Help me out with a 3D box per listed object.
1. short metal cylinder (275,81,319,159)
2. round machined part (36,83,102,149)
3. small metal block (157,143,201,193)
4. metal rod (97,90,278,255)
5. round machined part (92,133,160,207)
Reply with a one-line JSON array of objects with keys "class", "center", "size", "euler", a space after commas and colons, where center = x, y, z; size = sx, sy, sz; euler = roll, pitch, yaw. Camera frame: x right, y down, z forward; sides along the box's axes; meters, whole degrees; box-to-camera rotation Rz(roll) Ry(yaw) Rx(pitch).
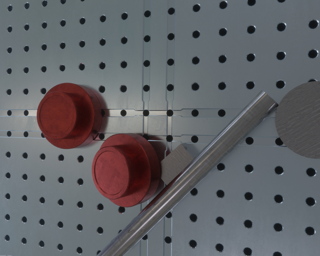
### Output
[{"class": "short metal cylinder", "center": [0.169, -0.008, 0.340], "size": [0.080, 0.050, 0.079], "euler": [0, 90, 20]}, {"class": "round machined part", "center": [-0.139, -0.018, 0.452], "size": [0.098, 0.042, 0.097], "euler": [0, 90, 19]}, {"class": "small metal block", "center": [0.029, 0.055, 0.402], "size": [0.050, 0.025, 0.050], "euler": [-43, 77, 14]}, {"class": "metal rod", "center": [0.023, 0.073, 0.377], "size": [0.025, 0.025, 0.299], "euler": [46, 104, 14]}, {"class": "round machined part", "center": [-0.052, 0.056, 0.408], "size": [0.098, 0.042, 0.097], "euler": [2, 93, 36]}]
